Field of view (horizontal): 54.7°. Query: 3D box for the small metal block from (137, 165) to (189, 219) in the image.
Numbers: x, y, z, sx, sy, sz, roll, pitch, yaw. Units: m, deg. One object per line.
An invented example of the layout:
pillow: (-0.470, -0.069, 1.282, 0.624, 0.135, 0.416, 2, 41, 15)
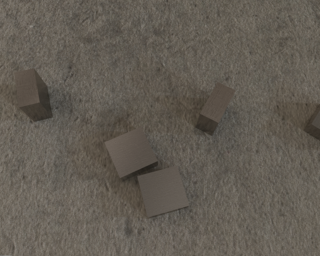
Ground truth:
small metal block: (0.003, 0.079, 0.379, 0.050, 0.025, 0.050, -14, 71, -6)

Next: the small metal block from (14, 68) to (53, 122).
small metal block: (-0.166, -0.042, 0.408, 0.025, 0.050, 0.050, -15, 71, -6)

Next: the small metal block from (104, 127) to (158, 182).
small metal block: (-0.036, 0.033, 0.395, 0.050, 0.025, 0.050, -24, 72, -9)

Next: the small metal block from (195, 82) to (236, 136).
small metal block: (0.072, -0.024, 0.404, 0.025, 0.050, 0.050, 28, 72, 9)

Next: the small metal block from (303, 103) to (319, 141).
small metal block: (0.231, -0.006, 0.413, 0.050, 0.025, 0.050, 35, 73, 11)
